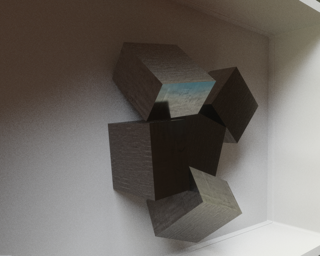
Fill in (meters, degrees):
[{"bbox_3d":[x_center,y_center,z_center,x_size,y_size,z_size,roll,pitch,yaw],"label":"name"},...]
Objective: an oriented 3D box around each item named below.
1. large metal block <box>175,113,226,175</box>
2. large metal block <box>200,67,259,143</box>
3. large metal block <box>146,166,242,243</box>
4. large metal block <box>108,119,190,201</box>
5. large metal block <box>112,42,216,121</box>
[{"bbox_3d":[0.039,0.024,0.424,0.080,0.050,0.080,24,75,-38],"label":"large metal block"},{"bbox_3d":[0.096,-0.034,0.472,0.080,0.050,0.080,52,60,-28],"label":"large metal block"},{"bbox_3d":[0.043,0.102,0.399,0.080,0.080,0.050,26,32,-39],"label":"large metal block"},{"bbox_3d":[-0.015,0.032,0.359,0.050,0.080,0.079,-7,95,-40],"label":"large metal block"},{"bbox_3d":[0.003,-0.057,0.366,0.081,0.080,0.050,-10,138,-39],"label":"large metal block"}]
